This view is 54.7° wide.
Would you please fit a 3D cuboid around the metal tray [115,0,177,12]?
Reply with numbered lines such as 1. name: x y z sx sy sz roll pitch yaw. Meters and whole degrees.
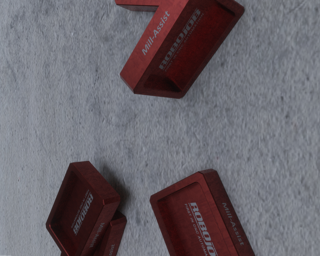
1. metal tray: 0.003 -0.198 0.397 0.130 0.030 0.089 20 102 38

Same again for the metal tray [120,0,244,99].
1. metal tray: 0.024 -0.093 0.341 0.030 0.091 0.129 50 119 28

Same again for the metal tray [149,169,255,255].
1. metal tray: 0.048 0.124 0.360 0.090 0.030 0.130 -35 69 34

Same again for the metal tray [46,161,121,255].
1. metal tray: -0.117 0.125 0.455 0.090 0.030 0.129 40 114 32

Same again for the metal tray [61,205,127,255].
1. metal tray: -0.108 0.177 0.487 0.090 0.030 0.129 28 107 36
